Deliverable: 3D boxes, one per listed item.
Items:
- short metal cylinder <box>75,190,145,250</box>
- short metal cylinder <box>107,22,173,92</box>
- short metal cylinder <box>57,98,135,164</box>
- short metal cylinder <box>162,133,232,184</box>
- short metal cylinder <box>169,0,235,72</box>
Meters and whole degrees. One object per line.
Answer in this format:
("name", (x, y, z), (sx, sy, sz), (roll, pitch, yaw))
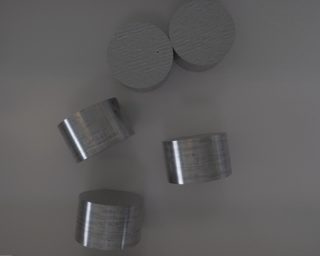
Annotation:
("short metal cylinder", (-0.062, 0.110, 0.383), (0.080, 0.080, 0.050), (6, 90, 0))
("short metal cylinder", (-0.024, -0.088, 0.398), (0.081, 0.050, 0.080), (0, 90, 0))
("short metal cylinder", (-0.077, 0.003, 0.383), (0.080, 0.080, 0.050), (-28, 90, 0))
("short metal cylinder", (0.045, 0.036, 0.384), (0.080, 0.080, 0.050), (-8, 90, 0))
("short metal cylinder", (0.051, -0.116, 0.399), (0.081, 0.050, 0.080), (0, 90, 0))
